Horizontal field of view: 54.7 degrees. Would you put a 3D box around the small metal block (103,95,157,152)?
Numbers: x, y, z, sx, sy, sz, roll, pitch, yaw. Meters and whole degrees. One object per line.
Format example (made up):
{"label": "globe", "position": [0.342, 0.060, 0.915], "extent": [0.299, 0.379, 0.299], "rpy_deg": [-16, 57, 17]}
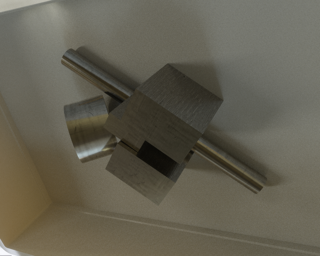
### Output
{"label": "small metal block", "position": [-0.030, -0.007, 0.372], "extent": [0.050, 0.050, 0.025], "rpy_deg": [35, 129, 4]}

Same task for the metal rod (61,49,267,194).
{"label": "metal rod", "position": [0.001, -0.012, 0.399], "extent": [0.301, 0.025, 0.025], "rpy_deg": [34, 129, 5]}

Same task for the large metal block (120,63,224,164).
{"label": "large metal block", "position": [0.015, -0.019, 0.352], "extent": [0.080, 0.080, 0.050], "rpy_deg": [35, 129, 5]}

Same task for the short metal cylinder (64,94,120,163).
{"label": "short metal cylinder", "position": [-0.089, 0.001, 0.409], "extent": [0.050, 0.080, 0.079], "rpy_deg": [-17, 116, -8]}

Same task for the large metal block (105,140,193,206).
{"label": "large metal block", "position": [-0.009, 0.038, 0.399], "extent": [0.080, 0.080, 0.050], "rpy_deg": [34, 129, 5]}
